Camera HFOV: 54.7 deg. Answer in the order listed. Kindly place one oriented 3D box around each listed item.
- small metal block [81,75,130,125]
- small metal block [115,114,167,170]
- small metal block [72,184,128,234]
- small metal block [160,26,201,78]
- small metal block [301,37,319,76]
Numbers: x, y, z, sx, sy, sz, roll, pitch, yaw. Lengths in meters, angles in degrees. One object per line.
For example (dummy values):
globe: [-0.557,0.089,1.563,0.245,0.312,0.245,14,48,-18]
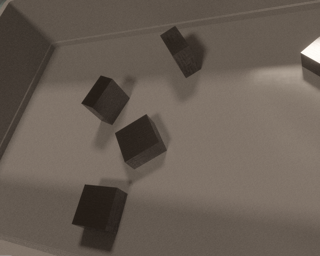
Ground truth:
small metal block: [-0.078,-0.040,0.454,0.025,0.050,0.050,21,73,35]
small metal block: [-0.026,0.018,0.407,0.050,0.025,0.050,-31,52,8]
small metal block: [-0.074,0.099,0.382,0.050,0.025,0.050,0,61,27]
small metal block: [0.029,-0.107,0.439,0.025,0.050,0.050,-31,52,8]
small metal block: [0.199,-0.083,0.352,0.050,0.025,0.050,-40,51,0]
